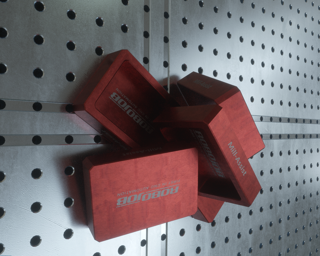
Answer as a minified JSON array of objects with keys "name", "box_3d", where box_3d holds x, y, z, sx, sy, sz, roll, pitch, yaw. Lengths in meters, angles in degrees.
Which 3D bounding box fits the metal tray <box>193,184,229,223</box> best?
[{"name":"metal tray","box_3d":[0.079,0.065,0.473,0.130,0.030,0.090,-49,119,-29]}]

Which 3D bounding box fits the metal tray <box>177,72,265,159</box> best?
[{"name":"metal tray","box_3d":[0.075,-0.021,0.406,0.030,0.130,0.090,-33,114,-5]}]

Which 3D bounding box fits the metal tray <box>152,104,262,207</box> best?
[{"name":"metal tray","box_3d":[0.057,0.034,0.377,0.030,0.090,0.130,-46,118,-30]}]

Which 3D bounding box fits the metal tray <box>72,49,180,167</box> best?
[{"name":"metal tray","box_3d":[-0.030,-0.020,0.382,0.130,0.030,0.090,43,64,-32]}]

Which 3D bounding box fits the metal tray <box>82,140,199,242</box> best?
[{"name":"metal tray","box_3d":[-0.018,0.070,0.361,0.131,0.030,0.089,-8,106,-25]}]
